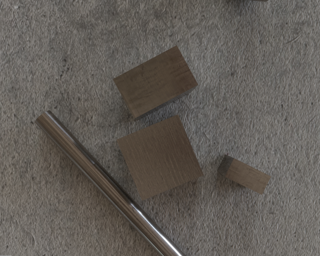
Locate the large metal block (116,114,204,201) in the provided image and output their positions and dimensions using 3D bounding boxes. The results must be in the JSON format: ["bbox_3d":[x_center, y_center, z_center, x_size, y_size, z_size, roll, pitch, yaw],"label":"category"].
[{"bbox_3d":[0.000,0.035,0.398,0.080,0.050,0.080,-23,90,0],"label":"large metal block"}]

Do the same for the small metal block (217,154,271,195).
[{"bbox_3d":[0.106,0.058,0.399,0.050,0.050,0.025,26,90,0],"label":"small metal block"}]

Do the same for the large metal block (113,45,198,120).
[{"bbox_3d":[-0.005,-0.051,0.382,0.080,0.080,0.050,-28,90,0],"label":"large metal block"}]

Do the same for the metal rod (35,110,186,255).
[{"bbox_3d":[-0.052,0.095,0.409,0.025,0.025,0.300,-43,90,0],"label":"metal rod"}]
